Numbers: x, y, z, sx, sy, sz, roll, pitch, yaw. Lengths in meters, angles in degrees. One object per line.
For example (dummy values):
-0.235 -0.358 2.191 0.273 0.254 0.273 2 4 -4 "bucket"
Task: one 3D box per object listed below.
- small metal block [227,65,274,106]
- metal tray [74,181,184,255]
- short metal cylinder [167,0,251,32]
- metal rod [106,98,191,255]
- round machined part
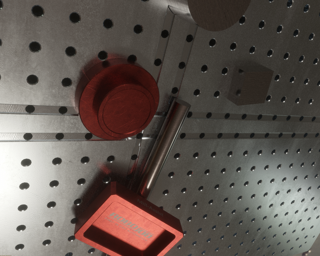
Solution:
0.130 -0.062 0.446 0.050 0.025 0.050 -7 122 -25 "small metal block"
-0.043 0.144 0.445 0.130 0.030 0.090 36 104 -22 "metal tray"
0.052 -0.150 0.332 0.081 0.050 0.079 -14 125 -21 "short metal cylinder"
-0.026 0.095 0.457 0.025 0.025 0.298 10 113 -33 "metal rod"
-0.045 -0.027 0.360 0.099 0.042 0.097 -14 125 -21 "round machined part"
